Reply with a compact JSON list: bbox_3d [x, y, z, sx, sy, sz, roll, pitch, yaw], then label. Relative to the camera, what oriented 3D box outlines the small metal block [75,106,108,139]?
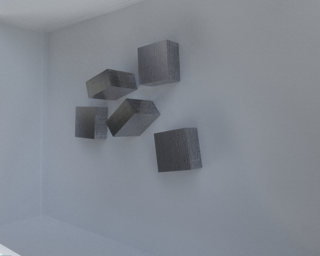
[{"bbox_3d":[-0.111,-0.009,0.499,0.050,0.025,0.050,4,92,40],"label":"small metal block"}]

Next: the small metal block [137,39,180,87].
[{"bbox_3d":[-0.002,-0.084,0.409,0.050,0.025,0.050,-4,88,40],"label":"small metal block"}]

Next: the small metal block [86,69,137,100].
[{"bbox_3d":[-0.070,-0.061,0.449,0.050,0.050,0.025,-20,78,38],"label":"small metal block"}]

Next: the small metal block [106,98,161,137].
[{"bbox_3d":[-0.036,-0.013,0.421,0.050,0.050,0.025,-45,63,31],"label":"small metal block"}]

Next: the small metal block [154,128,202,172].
[{"bbox_3d":[0.022,0.028,0.389,0.050,0.025,0.050,-11,83,39],"label":"small metal block"}]
